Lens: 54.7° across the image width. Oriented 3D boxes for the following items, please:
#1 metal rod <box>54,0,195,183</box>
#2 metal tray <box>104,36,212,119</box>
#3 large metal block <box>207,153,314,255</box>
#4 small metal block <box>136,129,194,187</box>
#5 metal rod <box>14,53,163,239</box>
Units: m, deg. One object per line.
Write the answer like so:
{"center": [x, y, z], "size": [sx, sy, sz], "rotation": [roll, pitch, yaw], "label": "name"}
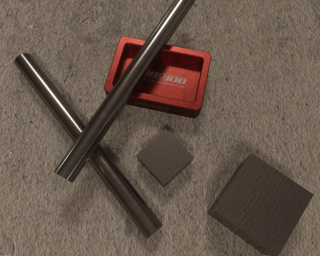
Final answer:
{"center": [-0.036, -0.065, 0.399], "size": [0.025, 0.025, 0.300], "rotation": [29, 72, 9], "label": "metal rod"}
{"center": [-0.001, -0.071, 0.431], "size": [0.131, 0.030, 0.090], "rotation": [12, 70, 4], "label": "metal tray"}
{"center": [0.114, 0.090, 0.364], "size": [0.080, 0.050, 0.080], "rotation": [35, 74, 11], "label": "large metal block"}
{"center": [0.006, 0.039, 0.394], "size": [0.050, 0.025, 0.050], "rotation": [-41, 75, -14], "label": "small metal block"}
{"center": [-0.100, 0.013, 0.402], "size": [0.025, 0.025, 0.300], "rotation": [-37, 75, -13], "label": "metal rod"}
